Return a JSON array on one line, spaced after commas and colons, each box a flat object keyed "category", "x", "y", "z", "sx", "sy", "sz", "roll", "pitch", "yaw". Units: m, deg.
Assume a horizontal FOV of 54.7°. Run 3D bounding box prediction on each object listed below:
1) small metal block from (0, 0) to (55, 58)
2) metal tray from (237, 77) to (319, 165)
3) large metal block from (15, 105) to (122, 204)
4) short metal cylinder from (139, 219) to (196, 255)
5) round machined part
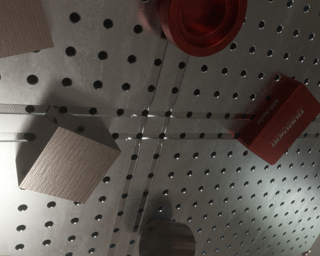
[{"category": "small metal block", "x": -0.130, "y": -0.096, "z": 0.281, "sx": 0.050, "sy": 0.025, "sz": 0.050, "roll": -19, "pitch": 126, "yaw": -18}, {"category": "metal tray", "x": 0.201, "y": -0.008, "z": 0.516, "sx": 0.090, "sy": 0.030, "sz": 0.130, "roll": 31, "pitch": 101, "yaw": -38}, {"category": "large metal block", "x": -0.106, "y": 0.033, "z": 0.358, "sx": 0.080, "sy": 0.050, "sz": 0.080, "roll": 28, "pitch": 103, "yaw": -38}, {"category": "short metal cylinder", "x": 0.011, "y": 0.192, "z": 0.502, "sx": 0.050, "sy": 0.080, "sz": 0.080, "roll": 22, "pitch": 106, "yaw": -37}, {"category": "round machined part", "x": 0.044, "y": -0.133, "z": 0.344, "sx": 0.099, "sy": 0.042, "sz": 0.097, "roll": -14, "pitch": 125, "yaw": -21}]
